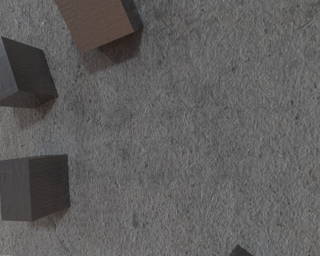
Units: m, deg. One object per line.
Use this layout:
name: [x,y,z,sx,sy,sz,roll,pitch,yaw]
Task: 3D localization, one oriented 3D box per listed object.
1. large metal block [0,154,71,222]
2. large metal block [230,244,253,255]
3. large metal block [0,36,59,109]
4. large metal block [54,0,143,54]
large metal block: [-0.176,0.081,0.442,0.050,0.080,0.080,-4,89,20]
large metal block: [0.101,0.201,0.360,0.080,0.050,0.080,33,101,17]
large metal block: [-0.206,-0.077,0.453,0.050,0.080,0.080,-23,83,19]
large metal block: [-0.079,-0.154,0.407,0.080,0.050,0.080,-17,111,19]
